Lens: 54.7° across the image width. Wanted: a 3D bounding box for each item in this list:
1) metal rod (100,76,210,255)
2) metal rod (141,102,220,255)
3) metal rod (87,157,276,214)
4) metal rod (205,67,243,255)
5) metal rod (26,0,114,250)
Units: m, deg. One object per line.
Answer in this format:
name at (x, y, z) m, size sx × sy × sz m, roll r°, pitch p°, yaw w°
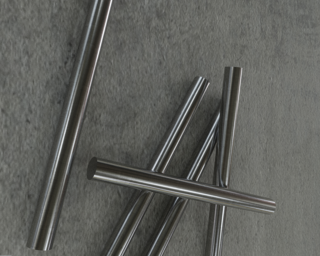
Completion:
metal rod at (-0.005, 0.054, 0.402) m, size 0.025 × 0.025 × 0.300 m, roll 43°, pitch 64°, yaw -32°
metal rod at (0.043, 0.073, 0.443) m, size 0.025 × 0.025 × 0.300 m, roll 45°, pitch 63°, yaw -31°
metal rod at (0.050, 0.083, 0.406) m, size 0.302 × 0.025 × 0.025 m, roll 18°, pitch 78°, yaw -32°
metal rod at (0.093, 0.061, 0.459) m, size 0.025 × 0.025 × 0.298 m, roll -1°, pitch 98°, yaw -40°
metal rod at (-0.090, -0.027, 0.330) m, size 0.025 × 0.025 × 0.299 m, roll 19°, pitch 78°, yaw -39°
